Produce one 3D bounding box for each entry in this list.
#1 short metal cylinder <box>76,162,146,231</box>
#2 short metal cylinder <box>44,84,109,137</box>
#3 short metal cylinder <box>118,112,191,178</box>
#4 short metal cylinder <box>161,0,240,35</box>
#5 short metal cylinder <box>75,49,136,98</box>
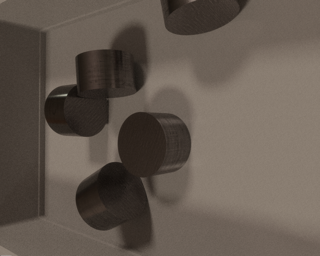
[{"bbox_3d":[-0.066,0.093,0.423,0.050,0.081,0.080,-35,69,34],"label":"short metal cylinder"},{"bbox_3d":[-0.126,-0.027,0.472,0.050,0.081,0.079,1,91,40],"label":"short metal cylinder"},{"bbox_3d":[-0.008,0.020,0.395,0.080,0.050,0.079,0,90,39],"label":"short metal cylinder"},{"bbox_3d":[0.041,-0.142,0.336,0.080,0.081,0.050,-16,80,38],"label":"short metal cylinder"},{"bbox_3d":[-0.075,-0.072,0.430,0.080,0.081,0.050,-7,86,39],"label":"short metal cylinder"}]
